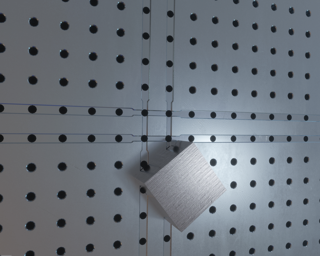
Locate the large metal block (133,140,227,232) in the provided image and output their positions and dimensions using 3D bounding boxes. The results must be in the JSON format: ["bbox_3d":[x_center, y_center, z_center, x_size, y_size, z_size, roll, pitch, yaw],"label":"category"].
[{"bbox_3d":[0.026,0.073,0.409,0.080,0.050,0.080,-39,103,-16],"label":"large metal block"}]
